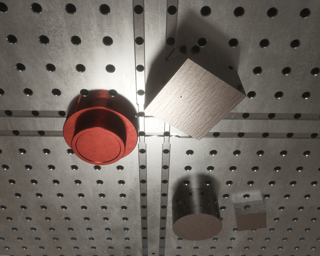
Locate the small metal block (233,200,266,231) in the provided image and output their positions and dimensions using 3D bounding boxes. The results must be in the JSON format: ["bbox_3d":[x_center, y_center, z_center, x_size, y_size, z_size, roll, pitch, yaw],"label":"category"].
[{"bbox_3d":[0.159,0.155,0.546,0.050,0.025,0.050,-10,130,7],"label":"small metal block"}]

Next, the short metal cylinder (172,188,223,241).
[{"bbox_3d":[0.061,0.146,0.520,0.081,0.050,0.079,0,130,0],"label":"short metal cylinder"}]

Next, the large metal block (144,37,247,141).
[{"bbox_3d":[0.038,-0.043,0.360,0.080,0.050,0.080,28,125,-22],"label":"large metal block"}]

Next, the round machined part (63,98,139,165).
[{"bbox_3d":[-0.079,0.012,0.409,0.099,0.042,0.097,-1,130,0],"label":"round machined part"}]
